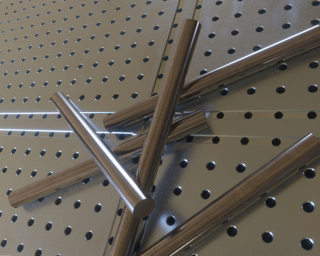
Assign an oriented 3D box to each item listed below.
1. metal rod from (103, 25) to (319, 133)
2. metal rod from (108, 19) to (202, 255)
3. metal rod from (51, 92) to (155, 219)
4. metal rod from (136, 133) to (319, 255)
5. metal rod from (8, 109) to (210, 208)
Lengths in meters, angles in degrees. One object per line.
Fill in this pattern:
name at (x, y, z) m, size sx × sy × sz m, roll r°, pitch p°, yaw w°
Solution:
metal rod at (0.059, -0.059, 0.412) m, size 0.301 × 0.025 × 0.025 m, roll -22°, pitch 54°, yaw 14°
metal rod at (-0.002, 0.005, 0.373) m, size 0.025 × 0.025 × 0.299 m, roll 10°, pitch 76°, yaw 32°
metal rod at (-0.095, 0.015, 0.418) m, size 0.025 × 0.025 × 0.300 m, roll -46°, pitch 43°, yaw -4°
metal rod at (0.039, 0.104, 0.323) m, size 0.300 × 0.025 × 0.025 m, roll -36°, pitch 51°, yaw 3°
metal rod at (-0.077, 0.046, 0.418) m, size 0.301 × 0.025 × 0.025 m, roll -24°, pitch 53°, yaw 13°
